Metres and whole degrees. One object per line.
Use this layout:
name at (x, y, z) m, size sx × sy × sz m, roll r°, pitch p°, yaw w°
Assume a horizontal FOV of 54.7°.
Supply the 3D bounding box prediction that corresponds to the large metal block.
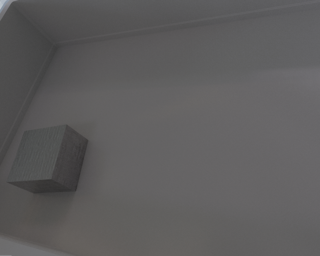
large metal block at (-0.159, 0.046, 0.445) m, size 0.080 × 0.050 × 0.080 m, roll -8°, pitch 58°, yaw 24°
